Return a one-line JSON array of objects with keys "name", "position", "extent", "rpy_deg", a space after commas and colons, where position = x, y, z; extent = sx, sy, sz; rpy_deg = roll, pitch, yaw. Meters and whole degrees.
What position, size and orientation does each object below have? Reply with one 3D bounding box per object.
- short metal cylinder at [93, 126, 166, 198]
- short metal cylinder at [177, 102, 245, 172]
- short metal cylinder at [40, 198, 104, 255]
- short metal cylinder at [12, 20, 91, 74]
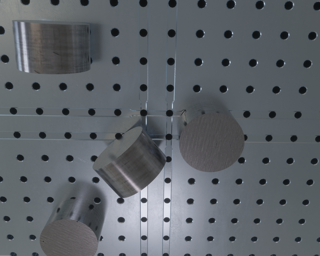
[{"name": "short metal cylinder", "position": [-0.039, 0.043, 0.399], "extent": [0.080, 0.080, 0.050], "rpy_deg": [-35, 106, 12]}, {"name": "short metal cylinder", "position": [0.064, 0.010, 0.404], "extent": [0.081, 0.050, 0.079], "rpy_deg": [0, 110, 0]}, {"name": "short metal cylinder", "position": [-0.127, 0.152, 0.455], "extent": [0.081, 0.050, 0.079], "rpy_deg": [0, 110, 0]}, {"name": "short metal cylinder", "position": [-0.120, -0.093, 0.349], "extent": [0.081, 0.080, 0.050], "rpy_deg": [3, 110, -1]}]
